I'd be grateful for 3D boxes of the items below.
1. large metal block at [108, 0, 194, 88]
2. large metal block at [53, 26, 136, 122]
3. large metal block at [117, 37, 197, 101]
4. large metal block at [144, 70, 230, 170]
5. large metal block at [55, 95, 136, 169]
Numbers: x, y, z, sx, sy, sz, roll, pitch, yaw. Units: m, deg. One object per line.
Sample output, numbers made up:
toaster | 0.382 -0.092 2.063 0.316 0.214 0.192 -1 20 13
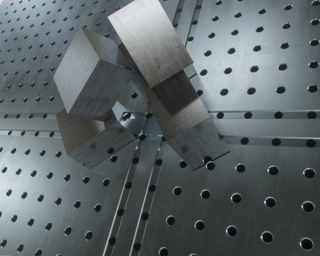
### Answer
large metal block | -0.010 -0.092 0.343 0.050 0.080 0.080 -31 9 3
large metal block | -0.086 -0.068 0.393 0.080 0.050 0.080 -53 47 23
large metal block | -0.007 -0.091 0.429 0.080 0.080 0.050 -36 52 4
large metal block | 0.032 -0.009 0.359 0.050 0.080 0.080 -30 52 9
large metal block | -0.092 -0.003 0.440 0.080 0.050 0.080 -34 52 5
